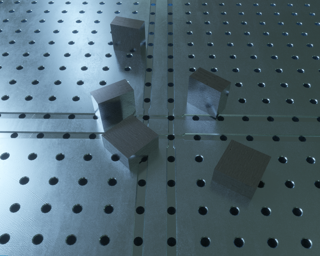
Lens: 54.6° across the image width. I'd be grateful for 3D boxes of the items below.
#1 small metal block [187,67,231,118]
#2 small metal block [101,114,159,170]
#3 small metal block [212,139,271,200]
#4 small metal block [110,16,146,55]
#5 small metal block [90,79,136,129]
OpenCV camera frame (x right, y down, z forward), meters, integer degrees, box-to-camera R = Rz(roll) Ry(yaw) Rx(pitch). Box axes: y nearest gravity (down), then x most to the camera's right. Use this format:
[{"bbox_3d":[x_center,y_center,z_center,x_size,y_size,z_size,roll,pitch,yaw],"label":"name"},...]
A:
[{"bbox_3d":[0.067,-0.049,0.433,0.050,0.050,0.025,32,57,24],"label":"small metal block"},{"bbox_3d":[-0.037,0.017,0.394,0.050,0.025,0.050,37,59,27],"label":"small metal block"},{"bbox_3d":[0.096,0.048,0.368,0.050,0.025,0.050,25,54,19],"label":"small metal block"},{"bbox_3d":[-0.053,-0.156,0.522,0.050,0.050,0.025,13,52,11],"label":"small metal block"},{"bbox_3d":[-0.062,-0.032,0.418,0.050,0.050,0.025,-24,54,-19],"label":"small metal block"}]
